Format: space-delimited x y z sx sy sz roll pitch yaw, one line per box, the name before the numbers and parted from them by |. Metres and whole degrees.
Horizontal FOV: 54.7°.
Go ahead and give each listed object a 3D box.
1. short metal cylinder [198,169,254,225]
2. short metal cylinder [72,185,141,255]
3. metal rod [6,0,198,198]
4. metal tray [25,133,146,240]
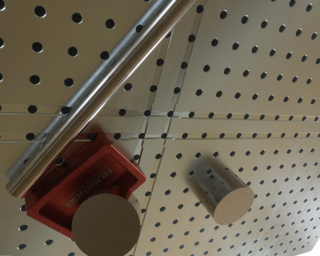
short metal cylinder | 0.112 0.118 0.529 0.081 0.050 0.079 -14 124 -21
short metal cylinder | -0.064 0.116 0.390 0.081 0.050 0.079 0 91 -2
metal rod | -0.069 -0.037 0.350 0.300 0.025 0.025 -48 129 5
metal tray | -0.094 0.078 0.404 0.130 0.030 0.090 -40 130 -1
